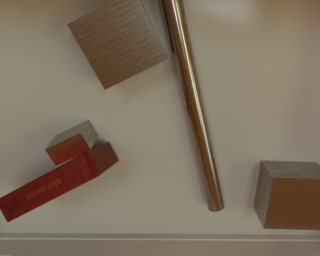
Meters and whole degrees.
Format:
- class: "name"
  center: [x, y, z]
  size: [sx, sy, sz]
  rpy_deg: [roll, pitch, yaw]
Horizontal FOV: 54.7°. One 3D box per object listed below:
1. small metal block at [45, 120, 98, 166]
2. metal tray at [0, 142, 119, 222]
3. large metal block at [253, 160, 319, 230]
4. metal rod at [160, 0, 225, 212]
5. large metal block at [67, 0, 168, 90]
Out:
- class: "small metal block"
  center: [-0.113, 0.018, 0.403]
  size: [0.050, 0.050, 0.025]
  rpy_deg: [-24, 109, 8]
- class: "metal tray"
  center: [-0.125, 0.065, 0.396]
  size: [0.130, 0.090, 0.030]
  rpy_deg: [-28, 91, 9]
- class: "large metal block"
  center: [0.184, 0.094, 0.435]
  size: [0.081, 0.050, 0.079]
  rpy_deg: [2, 110, -1]
- class: "metal rod"
  center: [0.047, -0.020, 0.404]
  size: [0.025, 0.025, 0.298]
  rpy_deg: [-13, 110, 4]
- class: "large metal block"
  center: [-0.045, -0.102, 0.360]
  size: [0.080, 0.050, 0.080]
  rpy_deg: [-25, 109, 8]
